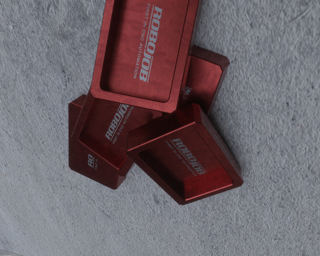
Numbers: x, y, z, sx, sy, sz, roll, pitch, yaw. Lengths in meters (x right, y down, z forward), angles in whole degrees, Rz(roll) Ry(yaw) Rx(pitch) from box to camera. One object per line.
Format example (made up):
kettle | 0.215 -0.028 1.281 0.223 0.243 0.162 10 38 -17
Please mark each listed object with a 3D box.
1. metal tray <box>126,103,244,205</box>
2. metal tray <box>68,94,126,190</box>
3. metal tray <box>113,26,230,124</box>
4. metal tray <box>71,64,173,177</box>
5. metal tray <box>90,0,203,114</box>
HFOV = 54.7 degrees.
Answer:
metal tray | 0.033 0.038 0.366 0.090 0.030 0.130 -24 131 19
metal tray | -0.091 0.024 0.465 0.090 0.030 0.129 22 127 14
metal tray | 0.004 -0.060 0.365 0.130 0.030 0.089 24 127 13
metal tray | -0.052 -0.007 0.388 0.090 0.030 0.129 36 129 4
metal tray | -0.013 -0.086 0.313 0.090 0.030 0.129 12 96 9
